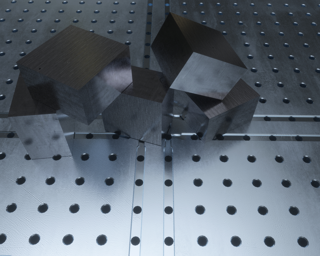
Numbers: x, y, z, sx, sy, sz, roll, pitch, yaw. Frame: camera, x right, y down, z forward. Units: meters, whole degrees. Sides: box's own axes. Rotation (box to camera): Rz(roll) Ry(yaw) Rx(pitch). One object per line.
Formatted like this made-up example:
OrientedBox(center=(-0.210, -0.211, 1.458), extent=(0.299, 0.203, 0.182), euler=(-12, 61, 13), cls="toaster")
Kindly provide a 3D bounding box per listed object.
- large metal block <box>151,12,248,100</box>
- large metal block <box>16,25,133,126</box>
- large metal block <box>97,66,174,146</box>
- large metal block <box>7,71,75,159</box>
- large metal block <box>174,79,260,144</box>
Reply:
OrientedBox(center=(0.045, -0.086, 0.375), extent=(0.081, 0.050, 0.080), euler=(8, 44, -32), cls="large metal block")
OrientedBox(center=(-0.088, -0.060, 0.335), extent=(0.080, 0.050, 0.080), euler=(25, 54, 19), cls="large metal block")
OrientedBox(center=(-0.028, -0.030, 0.396), extent=(0.080, 0.080, 0.050), euler=(15, 52, 11), cls="large metal block")
OrientedBox(center=(-0.141, -0.019, 0.385), extent=(0.050, 0.080, 0.080), euler=(-5, 50, -4), cls="large metal block")
OrientedBox(center=(0.073, -0.037, 0.423), extent=(0.081, 0.050, 0.080), euler=(-24, 54, -19), cls="large metal block")
